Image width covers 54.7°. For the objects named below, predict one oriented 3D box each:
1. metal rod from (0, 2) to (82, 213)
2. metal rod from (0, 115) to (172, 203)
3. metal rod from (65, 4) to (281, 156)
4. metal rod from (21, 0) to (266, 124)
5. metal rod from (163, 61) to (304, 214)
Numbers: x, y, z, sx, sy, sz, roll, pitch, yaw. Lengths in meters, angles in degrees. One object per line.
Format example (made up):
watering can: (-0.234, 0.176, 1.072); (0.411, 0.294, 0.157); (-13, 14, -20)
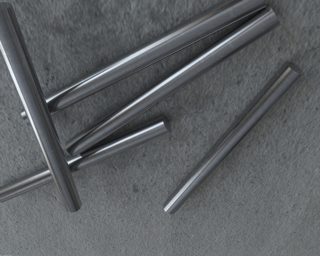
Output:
metal rod: (-0.139, 0.005, 0.374); (0.025, 0.025, 0.298); (-2, 130, 1)
metal rod: (-0.122, 0.051, 0.448); (0.300, 0.025, 0.025); (-23, 127, 18)
metal rod: (-0.003, -0.043, 0.370); (0.300, 0.025, 0.025); (-31, 124, 23)
metal rod: (-0.034, -0.072, 0.345); (0.300, 0.025, 0.025); (-23, 127, 18)
metal rod: (0.085, 0.033, 0.436); (0.025, 0.025, 0.298); (21, 127, -18)
